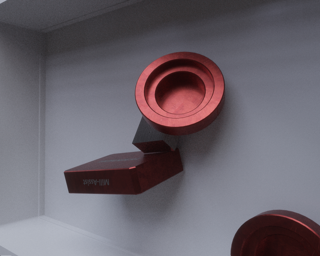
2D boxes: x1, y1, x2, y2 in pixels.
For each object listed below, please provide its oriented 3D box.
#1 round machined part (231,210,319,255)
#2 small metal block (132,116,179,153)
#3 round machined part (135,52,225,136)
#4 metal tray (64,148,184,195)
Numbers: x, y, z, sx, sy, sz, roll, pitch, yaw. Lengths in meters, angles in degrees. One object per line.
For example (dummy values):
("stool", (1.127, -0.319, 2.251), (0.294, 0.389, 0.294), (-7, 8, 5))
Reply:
("round machined part", (0.121, 0.127, 0.295), (0.098, 0.042, 0.097), (0, 90, 39))
("small metal block", (-0.002, 0.003, 0.391), (0.050, 0.025, 0.050), (-8, 51, 39))
("round machined part", (0.025, -0.035, 0.354), (0.098, 0.042, 0.098), (-5, 63, 10))
("metal tray", (-0.048, 0.055, 0.399), (0.130, 0.091, 0.030), (-9, 96, 39))
